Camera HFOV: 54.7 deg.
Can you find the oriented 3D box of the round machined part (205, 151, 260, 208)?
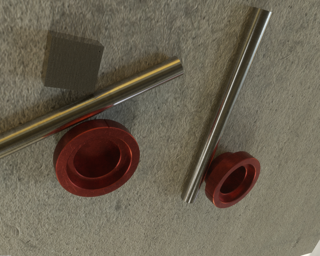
[{"bbox_3d":[0.111,0.078,0.500,0.099,0.042,0.097,-20,129,-26],"label":"round machined part"}]

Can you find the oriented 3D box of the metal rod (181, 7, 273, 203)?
[{"bbox_3d":[0.087,-0.017,0.444,0.025,0.025,0.298,3,117,-30],"label":"metal rod"}]

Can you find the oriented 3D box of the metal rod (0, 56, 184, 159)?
[{"bbox_3d":[-0.110,-0.010,0.340,0.302,0.025,0.025,-26,128,-12],"label":"metal rod"}]

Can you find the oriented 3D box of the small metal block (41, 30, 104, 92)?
[{"bbox_3d":[-0.090,-0.067,0.316,0.050,0.025,0.050,4,116,-31],"label":"small metal block"}]

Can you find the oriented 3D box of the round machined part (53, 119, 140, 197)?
[{"bbox_3d":[-0.078,0.032,0.373,0.099,0.042,0.097,-14,124,-21],"label":"round machined part"}]
